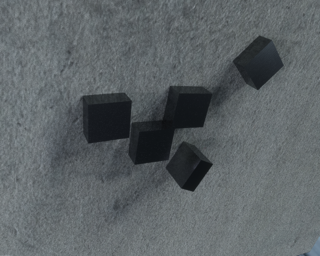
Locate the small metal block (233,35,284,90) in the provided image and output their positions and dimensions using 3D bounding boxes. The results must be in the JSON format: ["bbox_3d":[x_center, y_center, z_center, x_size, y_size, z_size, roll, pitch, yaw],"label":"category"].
[{"bbox_3d":[0.137,-0.089,0.428,0.050,0.025,0.050,-44,130,2],"label":"small metal block"}]

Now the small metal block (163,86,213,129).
[{"bbox_3d":[0.036,-0.028,0.411,0.050,0.025,0.050,-3,120,-28],"label":"small metal block"}]

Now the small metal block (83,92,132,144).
[{"bbox_3d":[-0.063,-0.012,0.366,0.050,0.025,0.050,-8,122,-25],"label":"small metal block"}]

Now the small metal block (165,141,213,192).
[{"bbox_3d":[0.041,0.055,0.449,0.025,0.050,0.050,23,106,-37],"label":"small metal block"}]

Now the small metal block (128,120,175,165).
[{"bbox_3d":[-0.012,0.018,0.413,0.050,0.025,0.050,-5,121,-26],"label":"small metal block"}]
